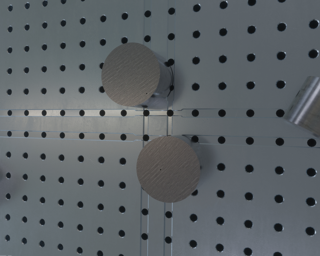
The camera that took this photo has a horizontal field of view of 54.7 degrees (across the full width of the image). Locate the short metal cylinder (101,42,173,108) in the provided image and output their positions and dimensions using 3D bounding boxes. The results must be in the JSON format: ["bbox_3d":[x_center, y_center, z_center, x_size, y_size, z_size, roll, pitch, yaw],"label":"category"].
[{"bbox_3d":[-0.029,-0.067,0.410,0.080,0.050,0.079,0,90,20],"label":"short metal cylinder"}]

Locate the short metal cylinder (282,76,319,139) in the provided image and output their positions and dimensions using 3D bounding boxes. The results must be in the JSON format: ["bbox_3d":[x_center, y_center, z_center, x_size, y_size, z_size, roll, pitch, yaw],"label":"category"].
[{"bbox_3d":[0.177,-0.013,0.321,0.080,0.080,0.050,31,100,17],"label":"short metal cylinder"}]

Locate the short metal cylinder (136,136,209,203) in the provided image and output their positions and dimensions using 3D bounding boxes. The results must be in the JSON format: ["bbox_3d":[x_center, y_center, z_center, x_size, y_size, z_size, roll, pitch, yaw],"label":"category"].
[{"bbox_3d":[0.017,0.049,0.393,0.080,0.050,0.079,0,90,20],"label":"short metal cylinder"}]
